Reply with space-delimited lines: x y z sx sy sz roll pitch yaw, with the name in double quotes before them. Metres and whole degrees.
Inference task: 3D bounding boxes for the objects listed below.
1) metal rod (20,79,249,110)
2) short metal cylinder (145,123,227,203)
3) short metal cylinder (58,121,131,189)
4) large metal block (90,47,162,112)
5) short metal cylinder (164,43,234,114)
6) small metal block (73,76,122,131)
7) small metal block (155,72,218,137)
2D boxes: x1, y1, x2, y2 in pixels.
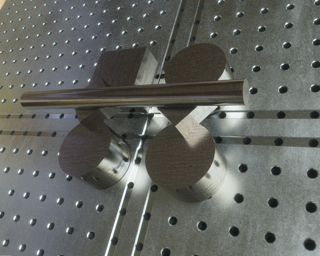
"metal rod" -0.052 -0.036 0.361 0.300 0.025 0.025 1 62 28
"short metal cylinder" 0.031 0.039 0.352 0.080 0.050 0.080 -13 56 21
"short metal cylinder" -0.087 0.035 0.415 0.080 0.050 0.080 -13 56 21
"large metal block" -0.053 -0.070 0.463 0.080 0.050 0.080 1 62 29
"short metal cylinder" 0.053 -0.063 0.403 0.080 0.050 0.080 -13 56 21
"small metal block" -0.084 -0.032 0.409 0.050 0.025 0.050 -34 51 5
"small metal block" 0.027 -0.027 0.347 0.050 0.025 0.050 -42 51 -1
